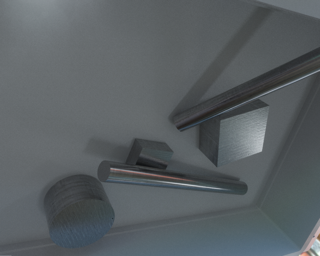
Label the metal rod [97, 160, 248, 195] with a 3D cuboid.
[{"bbox_3d":[0.042,0.079,0.457,0.302,0.025,0.025,16,110,-43],"label":"metal rod"}]

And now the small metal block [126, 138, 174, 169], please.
[{"bbox_3d":[-0.016,0.045,0.429,0.050,0.025,0.050,11,113,-33],"label":"small metal block"}]

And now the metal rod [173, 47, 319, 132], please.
[{"bbox_3d":[0.146,-0.062,0.355,0.300,0.025,0.025,-25,136,28],"label":"metal rod"}]

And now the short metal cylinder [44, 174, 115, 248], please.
[{"bbox_3d":[-0.105,0.108,0.403,0.081,0.050,0.079,-14,125,-21],"label":"short metal cylinder"}]

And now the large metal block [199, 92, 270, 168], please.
[{"bbox_3d":[0.106,0.001,0.453,0.081,0.050,0.079,-16,125,-20],"label":"large metal block"}]
